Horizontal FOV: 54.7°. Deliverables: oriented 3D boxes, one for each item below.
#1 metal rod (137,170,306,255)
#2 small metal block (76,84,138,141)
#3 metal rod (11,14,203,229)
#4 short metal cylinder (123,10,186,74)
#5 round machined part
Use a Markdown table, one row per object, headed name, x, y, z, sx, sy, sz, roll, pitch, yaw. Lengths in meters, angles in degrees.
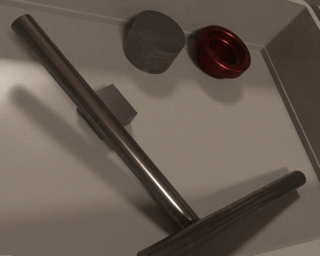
| name | x | y | z | sx | sy | sz | roll | pitch | yaw |
| --- | --- | --- | --- | --- | --- | --- | --- | --- | --- |
| metal rod | 0.099 | 0.100 | 0.378 | 0.302 | 0.025 | 0.025 | -12 | 68 | -40 |
| small metal block | -0.065 | -0.021 | 0.384 | 0.050 | 0.025 | 0.050 | -35 | 82 | -39 |
| metal rod | -0.054 | 0.002 | 0.345 | 0.300 | 0.025 | 0.025 | 51 | 51 | -5 |
| short metal cylinder | -0.009 | -0.128 | 0.465 | 0.081 | 0.050 | 0.080 | 14 | 56 | -21 |
| round machined part | 0.102 | -0.123 | 0.527 | 0.099 | 0.042 | 0.098 | 14 | 56 | -21 |
